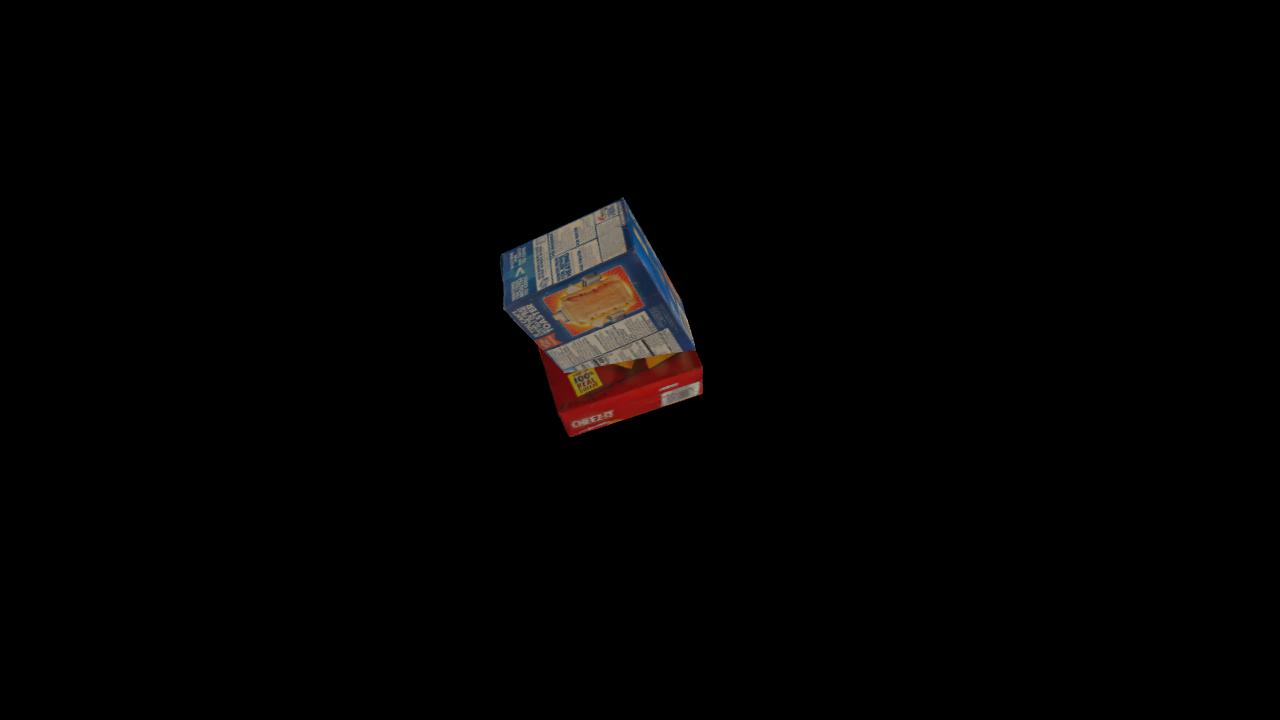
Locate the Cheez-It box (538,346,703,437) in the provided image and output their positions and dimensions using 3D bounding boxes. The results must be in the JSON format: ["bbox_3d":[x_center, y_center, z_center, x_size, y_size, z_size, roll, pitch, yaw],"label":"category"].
[{"bbox_3d":[-0.039,-0.039,0.727,0.166,0.223,0.071,-18,-31,-6],"label":"Cheez-It box"}]

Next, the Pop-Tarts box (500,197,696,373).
[{"bbox_3d":[-0.040,-0.059,0.644,0.141,0.083,0.167,-22,-40,13],"label":"Pop-Tarts box"}]
